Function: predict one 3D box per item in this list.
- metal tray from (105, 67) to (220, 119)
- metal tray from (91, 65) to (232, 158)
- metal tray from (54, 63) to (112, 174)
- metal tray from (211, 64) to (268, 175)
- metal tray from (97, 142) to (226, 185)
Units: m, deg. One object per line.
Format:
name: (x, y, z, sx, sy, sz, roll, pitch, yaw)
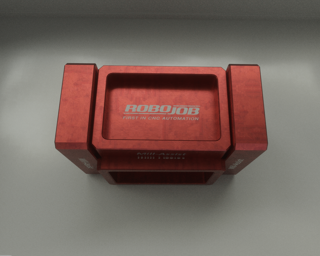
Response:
metal tray: (0.002, -0.041, 0.387, 0.131, 0.090, 0.030, 0, 71, 0)
metal tray: (0.002, -0.017, 0.315, 0.131, 0.030, 0.090, 1, 70, 0)
metal tray: (-0.080, -0.003, 0.353, 0.030, 0.130, 0.090, 1, 71, 0)
metal tray: (0.083, -0.002, 0.353, 0.030, 0.130, 0.090, 1, 71, 0)
metal tray: (0.001, 0.043, 0.356, 0.131, 0.090, 0.030, 0, 70, 0)
